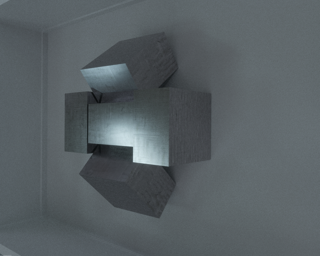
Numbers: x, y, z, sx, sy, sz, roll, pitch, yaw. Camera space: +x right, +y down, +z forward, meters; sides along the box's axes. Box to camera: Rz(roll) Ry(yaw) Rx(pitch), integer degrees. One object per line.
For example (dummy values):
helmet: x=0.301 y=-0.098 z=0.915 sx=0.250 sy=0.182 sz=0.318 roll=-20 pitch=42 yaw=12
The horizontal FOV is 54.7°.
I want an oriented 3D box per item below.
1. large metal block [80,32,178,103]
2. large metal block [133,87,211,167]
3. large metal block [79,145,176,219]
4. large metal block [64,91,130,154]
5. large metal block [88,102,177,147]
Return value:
large metal block: x=-0.037 y=-0.075 z=0.392 sx=0.080 sy=0.080 sz=0.050 roll=2 pitch=129 yaw=40
large metal block: x=0.016 y=-0.002 z=0.357 sx=0.050 sy=0.081 sz=0.080 roll=1 pitch=91 yaw=40
large metal block: x=-0.040 y=0.065 z=0.393 sx=0.080 sy=0.080 sz=0.050 roll=1 pitch=49 yaw=39
large metal block: x=-0.086 y=-0.007 z=0.441 sx=0.050 sy=0.081 sz=0.080 roll=1 pitch=91 yaw=40
large metal block: x=-0.034 y=-0.005 z=0.398 sx=0.080 sy=0.081 sz=0.050 roll=1 pitch=91 yaw=40
